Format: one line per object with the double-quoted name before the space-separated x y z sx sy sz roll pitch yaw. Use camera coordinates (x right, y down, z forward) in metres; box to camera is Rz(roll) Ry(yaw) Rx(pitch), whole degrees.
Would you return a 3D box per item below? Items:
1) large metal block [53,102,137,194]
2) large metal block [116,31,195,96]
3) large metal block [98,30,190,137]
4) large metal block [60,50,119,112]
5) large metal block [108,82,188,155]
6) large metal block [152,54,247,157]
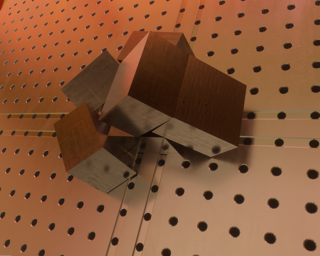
"large metal block" -0.083 0.027 0.400 0.050 0.080 0.080 -34 52 5
"large metal block" 0.002 -0.085 0.425 0.080 0.080 0.050 14 69 34
"large metal block" -0.019 -0.044 0.341 0.080 0.050 0.080 -28 41 56
"large metal block" -0.086 -0.061 0.449 0.080 0.080 0.050 -41 95 0
"large metal block" -0.010 -0.013 0.407 0.080 0.050 0.080 1 62 29
"large metal block" 0.046 -0.023 0.353 0.050 0.080 0.080 -33 37 58
